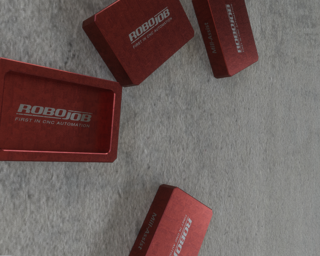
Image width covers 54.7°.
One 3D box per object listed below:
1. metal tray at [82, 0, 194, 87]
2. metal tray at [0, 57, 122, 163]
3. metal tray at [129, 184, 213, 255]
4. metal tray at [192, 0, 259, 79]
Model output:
[{"bbox_3d":[-0.020,-0.123,0.386,0.131,0.030,0.090,-47,118,-30],"label":"metal tray"},{"bbox_3d":[-0.104,-0.012,0.315,0.131,0.030,0.089,7,86,-40],"label":"metal tray"},{"bbox_3d":[0.014,0.153,0.416,0.090,0.030,0.130,39,66,-33],"label":"metal tray"},{"bbox_3d":[0.107,-0.155,0.494,0.091,0.030,0.129,-32,110,-36],"label":"metal tray"}]
